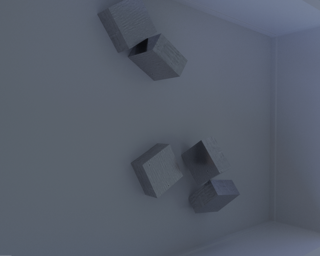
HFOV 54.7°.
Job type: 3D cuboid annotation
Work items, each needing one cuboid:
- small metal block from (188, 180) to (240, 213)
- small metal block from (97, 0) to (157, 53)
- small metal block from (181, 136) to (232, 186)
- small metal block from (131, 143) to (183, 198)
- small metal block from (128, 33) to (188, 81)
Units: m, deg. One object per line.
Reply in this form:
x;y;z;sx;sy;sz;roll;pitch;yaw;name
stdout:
0.079;0.100;0.454;0.050;0.050;0.025;9;44;-40;small metal block
-0.038;-0.126;0.374;0.050;0.025;0.050;-42;116;-32;small metal block
0.064;0.046;0.432;0.025;0.050;0.050;-16;72;-39;small metal block
-0.003;0.054;0.404;0.050;0.025;0.050;-35;112;-34;small metal block
-0.003;-0.086;0.387;0.050;0.050;0.025;38;67;-34;small metal block
